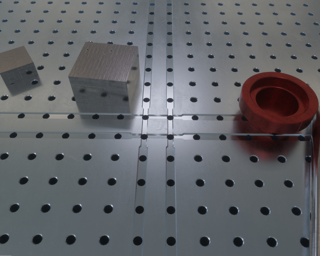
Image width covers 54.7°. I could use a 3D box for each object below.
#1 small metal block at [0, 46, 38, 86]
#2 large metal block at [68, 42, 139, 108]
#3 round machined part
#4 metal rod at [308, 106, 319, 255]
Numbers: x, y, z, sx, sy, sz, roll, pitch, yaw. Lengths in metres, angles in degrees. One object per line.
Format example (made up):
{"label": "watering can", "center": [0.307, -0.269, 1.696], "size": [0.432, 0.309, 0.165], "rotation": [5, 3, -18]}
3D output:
{"label": "small metal block", "center": [-0.229, -0.099, 0.489], "size": [0.050, 0.025, 0.050], "rotation": [-25, 55, -20]}
{"label": "large metal block", "center": [-0.078, -0.080, 0.458], "size": [0.080, 0.050, 0.080], "rotation": [6, 50, 5]}
{"label": "round machined part", "center": [0.157, -0.029, 0.422], "size": [0.099, 0.042, 0.098], "rotation": [0, 50, 0]}
{"label": "metal rod", "center": [0.176, 0.087, 0.335], "size": [0.025, 0.025, 0.301], "rotation": [14, 51, 12]}
